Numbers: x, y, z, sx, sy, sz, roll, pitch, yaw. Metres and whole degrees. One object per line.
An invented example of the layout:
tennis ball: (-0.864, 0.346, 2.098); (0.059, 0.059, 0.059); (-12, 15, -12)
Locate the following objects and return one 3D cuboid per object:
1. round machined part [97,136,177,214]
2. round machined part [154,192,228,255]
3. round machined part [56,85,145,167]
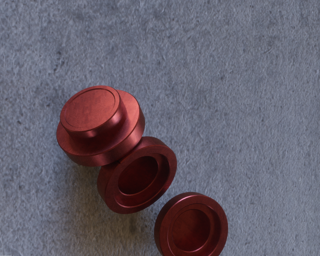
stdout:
round machined part: (-0.031, 0.052, 0.374); (0.099, 0.042, 0.097); (-21, 130, -27)
round machined part: (0.038, 0.134, 0.416); (0.099, 0.042, 0.097); (0, 90, -21)
round machined part: (-0.070, -0.009, 0.343); (0.098, 0.098, 0.042); (-39, 140, -16)
